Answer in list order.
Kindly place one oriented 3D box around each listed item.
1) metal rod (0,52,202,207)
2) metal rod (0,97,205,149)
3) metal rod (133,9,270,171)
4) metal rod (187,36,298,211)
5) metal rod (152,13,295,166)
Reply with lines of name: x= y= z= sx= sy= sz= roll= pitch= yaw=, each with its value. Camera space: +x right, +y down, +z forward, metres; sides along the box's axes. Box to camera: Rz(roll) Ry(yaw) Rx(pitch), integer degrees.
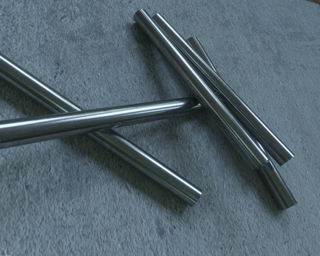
metal rod: x=-0.080 y=-0.001 z=0.360 sx=0.301 sy=0.025 sz=0.025 roll=35 pitch=51 yaw=-5
metal rod: x=-0.032 y=-0.016 z=0.369 sx=0.302 sy=0.025 sz=0.025 roll=-12 pitch=68 yaw=-42
metal rod: x=0.046 y=-0.068 z=0.435 sx=0.025 sy=0.025 sz=0.299 roll=-16 pitch=60 yaw=-35
metal rod: x=0.116 y=-0.018 z=0.476 sx=0.025 sy=0.025 sz=0.299 roll=-15 pitch=70 yaw=-34
metal rod: x=0.084 y=-0.066 z=0.466 sx=0.025 sy=0.025 sz=0.300 roll=-27 pitch=69 yaw=-37
